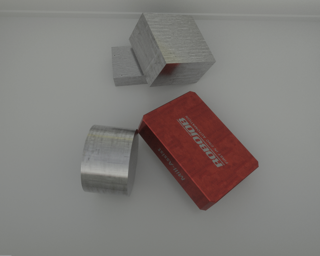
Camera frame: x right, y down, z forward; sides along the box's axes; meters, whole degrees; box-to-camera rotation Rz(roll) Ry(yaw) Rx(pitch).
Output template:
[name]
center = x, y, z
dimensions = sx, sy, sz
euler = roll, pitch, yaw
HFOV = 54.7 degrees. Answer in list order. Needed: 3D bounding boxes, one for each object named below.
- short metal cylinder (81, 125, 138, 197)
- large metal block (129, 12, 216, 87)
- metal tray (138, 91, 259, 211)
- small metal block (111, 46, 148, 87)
[short metal cylinder]
center = -0.056, 0.038, 0.366
dimensions = 0.050, 0.080, 0.080
euler = 6, 70, 2
[large metal block]
center = 0.015, -0.105, 0.419
dimensions = 0.081, 0.050, 0.080
euler = -10, 68, -33
[metal tray]
center = 0.046, 0.023, 0.384
dimensions = 0.091, 0.030, 0.130
euler = -30, 72, -32
[small metal block]
center = -0.041, -0.089, 0.442
dimensions = 0.050, 0.025, 0.050
euler = -5, 70, -2
